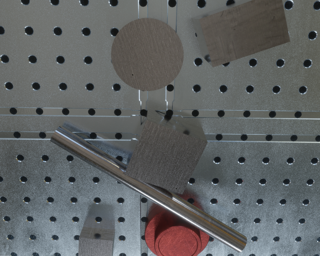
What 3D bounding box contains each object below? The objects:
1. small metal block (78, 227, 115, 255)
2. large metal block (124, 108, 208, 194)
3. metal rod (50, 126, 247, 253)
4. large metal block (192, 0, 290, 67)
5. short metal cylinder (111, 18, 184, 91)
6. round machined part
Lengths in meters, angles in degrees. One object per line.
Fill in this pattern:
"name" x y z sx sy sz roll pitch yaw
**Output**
"small metal block" -0.098 0.184 0.480 0.050 0.025 0.050 7 110 -3
"large metal block" 0.006 0.030 0.411 0.080 0.050 0.079 20 109 -8
"metal rod" -0.012 0.086 0.427 0.301 0.025 0.025 32 107 -5
"large metal block" 0.084 -0.110 0.344 0.080 0.080 0.050 -18 109 6
"short metal cylinder" -0.014 -0.089 0.367 0.081 0.050 0.079 0 110 0
"round machined part" 0.026 0.162 0.464 0.099 0.042 0.097 0 110 0
